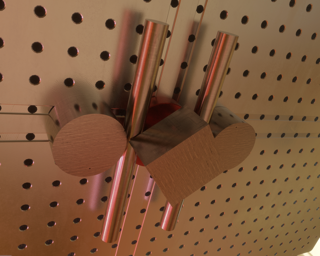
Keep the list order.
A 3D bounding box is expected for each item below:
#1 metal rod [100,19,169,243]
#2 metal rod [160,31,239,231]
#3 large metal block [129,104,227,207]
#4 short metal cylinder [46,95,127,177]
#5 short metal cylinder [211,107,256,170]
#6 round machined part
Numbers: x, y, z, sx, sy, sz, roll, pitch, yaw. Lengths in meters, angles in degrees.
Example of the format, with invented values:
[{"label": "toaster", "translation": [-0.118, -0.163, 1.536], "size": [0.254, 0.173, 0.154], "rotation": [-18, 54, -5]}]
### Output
[{"label": "metal rod", "translation": [-0.037, 0.023, 0.377], "size": [0.025, 0.025, 0.298], "rotation": [0, 118, -29]}, {"label": "metal rod", "translation": [0.046, 0.021, 0.422], "size": [0.025, 0.025, 0.298], "rotation": [0, 119, -29]}, {"label": "large metal block", "translation": [0.023, 0.033, 0.366], "size": [0.080, 0.050, 0.080], "rotation": [-33, 129, -7]}, {"label": "short metal cylinder", "translation": [-0.085, 0.008, 0.354], "size": [0.081, 0.050, 0.079], "rotation": [-14, 124, -21]}, {"label": "short metal cylinder", "translation": [0.091, 0.016, 0.453], "size": [0.081, 0.050, 0.079], "rotation": [-14, 124, -21]}, {"label": "round machined part", "translation": [0.000, 0.012, 0.408], "size": [0.099, 0.042, 0.097], "rotation": [-14, 124, -21]}]
